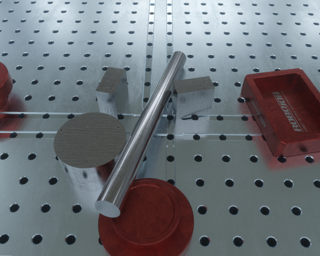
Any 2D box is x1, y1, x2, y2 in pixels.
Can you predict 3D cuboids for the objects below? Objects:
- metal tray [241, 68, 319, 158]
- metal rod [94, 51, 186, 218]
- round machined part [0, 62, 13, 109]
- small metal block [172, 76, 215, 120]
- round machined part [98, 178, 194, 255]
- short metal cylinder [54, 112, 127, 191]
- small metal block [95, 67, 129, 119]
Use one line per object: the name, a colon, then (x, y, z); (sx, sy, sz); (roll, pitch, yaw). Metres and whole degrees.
metal tray: (0.178, -0.026, 0.426); (0.091, 0.030, 0.130); (-8, 50, -7)
metal rod: (-0.009, -0.020, 0.393); (0.025, 0.025, 0.301); (12, 42, 10)
round machined part: (-0.260, -0.052, 0.439); (0.099, 0.042, 0.098); (0, 50, 0)
small metal block: (0.045, -0.041, 0.426); (0.050, 0.050, 0.025); (-9, 51, -8)
round machined part: (-0.014, 0.093, 0.318); (0.099, 0.042, 0.098); (0, 50, 0)
short metal cylinder: (-0.078, 0.027, 0.368); (0.080, 0.050, 0.080); (0, 50, 0)
small metal block: (-0.065, -0.048, 0.431); (0.025, 0.050, 0.050); (10, 51, 9)
